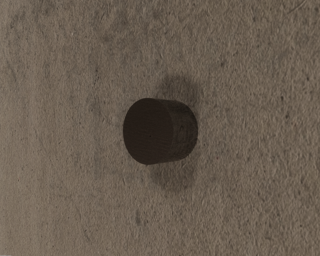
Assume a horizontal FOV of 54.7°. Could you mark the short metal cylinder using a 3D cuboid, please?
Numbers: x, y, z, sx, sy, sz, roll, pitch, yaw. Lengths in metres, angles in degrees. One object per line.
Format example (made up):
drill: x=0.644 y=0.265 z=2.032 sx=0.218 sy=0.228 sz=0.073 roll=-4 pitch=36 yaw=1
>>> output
short metal cylinder: x=0.000 y=0.004 z=0.387 sx=0.080 sy=0.050 sz=0.079 roll=0 pitch=90 yaw=39
